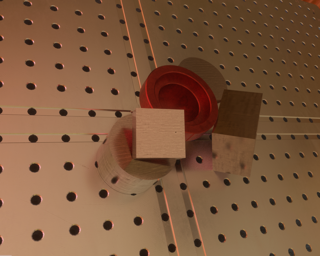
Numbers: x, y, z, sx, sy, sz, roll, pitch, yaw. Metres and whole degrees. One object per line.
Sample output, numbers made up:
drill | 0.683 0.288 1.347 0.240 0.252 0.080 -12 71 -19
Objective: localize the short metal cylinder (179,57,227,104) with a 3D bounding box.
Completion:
short metal cylinder | 0.050 -0.056 0.453 0.081 0.050 0.080 14 56 -21

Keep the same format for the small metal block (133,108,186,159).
small metal block | -0.002 0.007 0.322 0.050 0.025 0.050 1 80 -14

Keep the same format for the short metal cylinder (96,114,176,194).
short metal cylinder | -0.027 0.030 0.358 0.081 0.050 0.080 14 56 -21

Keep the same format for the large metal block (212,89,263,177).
large metal block | 0.103 0.007 0.416 0.050 0.080 0.080 9 50 18

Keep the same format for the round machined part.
round machined part | 0.020 -0.027 0.386 0.099 0.042 0.098 14 56 -21
